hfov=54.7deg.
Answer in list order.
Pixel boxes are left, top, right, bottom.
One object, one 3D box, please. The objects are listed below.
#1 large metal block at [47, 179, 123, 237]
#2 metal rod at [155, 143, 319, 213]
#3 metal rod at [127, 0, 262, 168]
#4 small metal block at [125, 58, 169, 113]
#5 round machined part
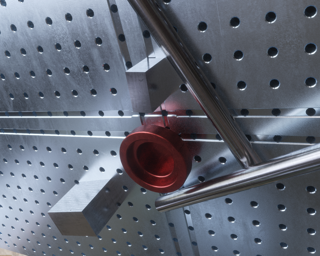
[{"bbox_3d":[-0.124,0.133,0.521,0.080,0.080,0.050,-11,113,32],"label":"large metal block"},{"bbox_3d":[0.090,0.066,0.374,0.025,0.025,0.299,50,137,-8],"label":"metal rod"},{"bbox_3d":[0.037,-0.059,0.353,0.025,0.025,0.299,-28,104,37],"label":"metal rod"},{"bbox_3d":[-0.013,-0.051,0.369,0.025,0.050,0.050,5,121,25],"label":"small metal block"},{"bbox_3d":[-0.002,0.038,0.423,0.098,0.042,0.097,13,124,20],"label":"round machined part"}]
